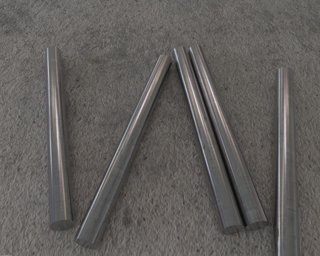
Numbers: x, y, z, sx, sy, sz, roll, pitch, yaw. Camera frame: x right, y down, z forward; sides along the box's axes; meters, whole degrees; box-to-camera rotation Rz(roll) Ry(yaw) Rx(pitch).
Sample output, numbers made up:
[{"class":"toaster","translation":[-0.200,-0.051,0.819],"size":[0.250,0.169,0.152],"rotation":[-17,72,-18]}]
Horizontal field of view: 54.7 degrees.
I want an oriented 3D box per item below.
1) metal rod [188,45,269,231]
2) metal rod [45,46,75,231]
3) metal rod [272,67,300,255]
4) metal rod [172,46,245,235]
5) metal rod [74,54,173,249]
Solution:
[{"class":"metal rod","translation":[0.079,-0.013,0.414],"size":[0.025,0.025,0.300],"rotation":[-6,50,-5]},{"class":"metal rod","translation":[-0.137,-0.011,0.411],"size":[0.025,0.025,0.300],"rotation":[-11,51,-9]},{"class":"metal rod","translation":[0.153,0.028,0.379],"size":[0.025,0.025,0.300],"rotation":[11,51,9]},{"class":"metal rod","translation":[0.053,-0.010,0.411],"size":[0.025,0.025,0.300],"rotation":[-6,50,-5]},{"class":"metal rod","translation":[-0.033,0.004,0.399],"size":[0.025,0.025,0.300],"rotation":[12,51,10]}]
